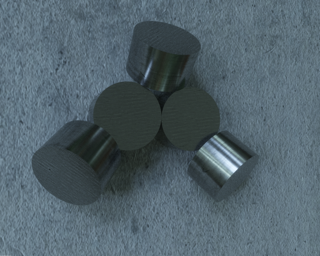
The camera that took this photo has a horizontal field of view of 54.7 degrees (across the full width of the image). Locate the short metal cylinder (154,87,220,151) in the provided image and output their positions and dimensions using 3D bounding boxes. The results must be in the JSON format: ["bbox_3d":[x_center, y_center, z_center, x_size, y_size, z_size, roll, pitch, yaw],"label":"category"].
[{"bbox_3d":[0.031,-0.011,0.408,0.081,0.050,0.080,0,90,-20],"label":"short metal cylinder"}]

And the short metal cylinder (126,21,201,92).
[{"bbox_3d":[0.003,-0.088,0.376,0.081,0.080,0.050,2,132,-20],"label":"short metal cylinder"}]

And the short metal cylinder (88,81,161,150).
[{"bbox_3d":[-0.045,-0.014,0.380,0.081,0.050,0.080,0,90,-20],"label":"short metal cylinder"}]

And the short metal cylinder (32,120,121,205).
[{"bbox_3d":[-0.090,0.038,0.341,0.080,0.080,0.050,48,35,-14],"label":"short metal cylinder"}]

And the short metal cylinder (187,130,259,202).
[{"bbox_3d":[0.082,0.050,0.405,0.080,0.080,0.050,-39,61,-16],"label":"short metal cylinder"}]
